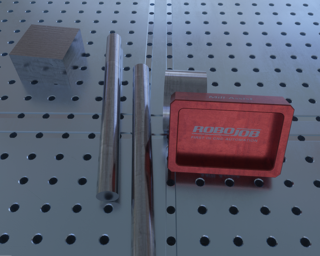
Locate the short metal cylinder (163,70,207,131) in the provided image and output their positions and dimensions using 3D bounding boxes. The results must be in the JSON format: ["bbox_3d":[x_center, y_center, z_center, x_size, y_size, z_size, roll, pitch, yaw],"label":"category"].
[{"bbox_3d":[0.031,-0.034,0.401,0.050,0.080,0.080,3,50,2],"label":"short metal cylinder"}]

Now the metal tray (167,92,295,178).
[{"bbox_3d":[0.076,0.008,0.356,0.131,0.089,0.030,3,24,2],"label":"metal tray"}]

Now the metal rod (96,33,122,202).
[{"bbox_3d":[-0.069,-0.039,0.439,0.025,0.025,0.300,-3,50,-3],"label":"metal rod"}]

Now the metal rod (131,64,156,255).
[{"bbox_3d":[-0.022,0.024,0.387,0.025,0.025,0.300,-2,50,-2],"label":"metal rod"}]

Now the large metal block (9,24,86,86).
[{"bbox_3d":[-0.172,-0.116,0.488,0.080,0.050,0.080,6,50,5],"label":"large metal block"}]
